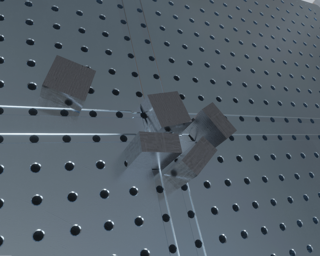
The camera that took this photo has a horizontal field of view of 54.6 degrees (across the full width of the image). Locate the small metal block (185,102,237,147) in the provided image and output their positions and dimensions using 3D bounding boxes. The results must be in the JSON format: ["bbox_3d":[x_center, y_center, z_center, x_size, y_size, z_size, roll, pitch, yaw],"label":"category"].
[{"bbox_3d":[0.068,0.001,0.428,0.025,0.050,0.050,-33,81,-38],"label":"small metal block"}]

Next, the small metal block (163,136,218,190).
[{"bbox_3d":[0.037,0.043,0.385,0.025,0.050,0.050,45,51,2],"label":"small metal block"}]

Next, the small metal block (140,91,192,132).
[{"bbox_3d":[0.008,-0.021,0.425,0.050,0.025,0.050,-11,67,-33],"label":"small metal block"}]

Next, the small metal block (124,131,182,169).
[{"bbox_3d":[-0.009,0.028,0.370,0.050,0.050,0.025,4,60,-26],"label":"small metal block"}]

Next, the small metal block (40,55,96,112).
[{"bbox_3d":[-0.112,-0.055,0.381,0.050,0.025,0.050,21,54,-16],"label":"small metal block"}]
